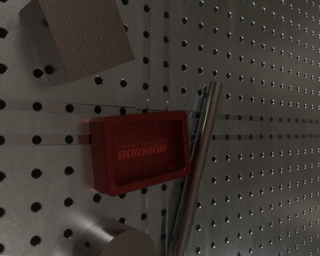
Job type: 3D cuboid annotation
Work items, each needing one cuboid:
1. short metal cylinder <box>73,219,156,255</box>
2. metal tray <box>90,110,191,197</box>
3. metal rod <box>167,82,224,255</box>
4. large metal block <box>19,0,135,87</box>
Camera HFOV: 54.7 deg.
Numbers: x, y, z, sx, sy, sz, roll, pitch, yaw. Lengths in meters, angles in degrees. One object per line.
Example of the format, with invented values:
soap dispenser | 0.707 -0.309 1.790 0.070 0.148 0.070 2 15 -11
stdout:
short metal cylinder | -0.051 0.150 0.352 0.081 0.050 0.079 0 91 -40
metal tray | -0.019 0.026 0.391 0.131 0.030 0.089 -7 95 -40
metal rod | 0.050 0.074 0.453 0.025 0.025 0.299 24 75 -38
large metal block | -0.084 -0.096 0.324 0.081 0.050 0.080 -30 109 -36
